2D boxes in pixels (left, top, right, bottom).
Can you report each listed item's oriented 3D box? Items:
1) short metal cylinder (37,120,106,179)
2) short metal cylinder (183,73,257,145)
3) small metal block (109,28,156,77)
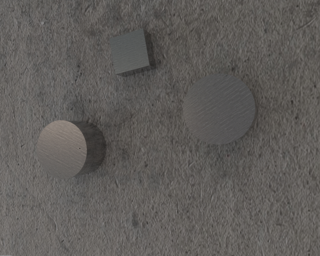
[{"bbox_3d":[-0.124,0.029,0.439,0.080,0.050,0.079,0,90,20],"label":"short metal cylinder"},{"bbox_3d":[0.073,-0.021,0.370,0.080,0.050,0.079,0,90,20],"label":"short metal cylinder"},{"bbox_3d":[-0.037,-0.101,0.422,0.050,0.025,0.050,-11,86,19],"label":"small metal block"}]
